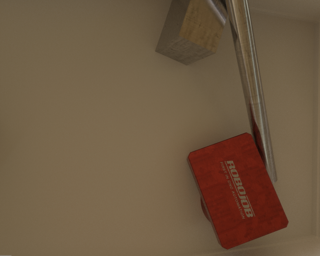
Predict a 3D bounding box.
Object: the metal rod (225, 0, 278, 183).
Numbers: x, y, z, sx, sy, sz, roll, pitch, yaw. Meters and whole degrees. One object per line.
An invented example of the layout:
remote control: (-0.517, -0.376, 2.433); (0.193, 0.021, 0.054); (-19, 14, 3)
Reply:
metal rod: (0.123, -0.047, 0.409); (0.025, 0.025, 0.298); (-29, 118, -18)

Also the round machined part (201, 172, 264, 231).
round machined part: (0.112, 0.102, 0.445); (0.099, 0.042, 0.097); (0, 90, -21)

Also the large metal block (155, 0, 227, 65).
large metal block: (0.042, -0.134, 0.398); (0.050, 0.080, 0.080); (20, 83, -19)

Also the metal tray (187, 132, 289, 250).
metal tray: (0.100, 0.081, 0.414); (0.091, 0.030, 0.129); (-20, 79, -3)
